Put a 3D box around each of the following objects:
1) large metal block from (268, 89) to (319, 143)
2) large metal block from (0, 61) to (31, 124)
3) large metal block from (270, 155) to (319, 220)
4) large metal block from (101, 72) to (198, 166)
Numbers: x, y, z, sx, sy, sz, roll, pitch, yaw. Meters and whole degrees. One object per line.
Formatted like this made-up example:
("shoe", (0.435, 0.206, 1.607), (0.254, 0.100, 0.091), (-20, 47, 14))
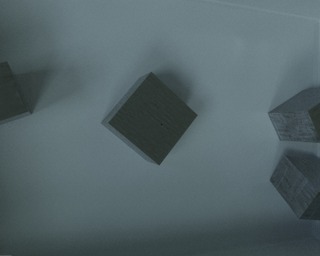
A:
("large metal block", (0.228, -0.021, 0.468), (0.080, 0.080, 0.050), (-31, 100, -18))
("large metal block", (-0.182, -0.025, 0.314), (0.081, 0.080, 0.050), (-22, 98, -19))
("large metal block", (0.227, 0.089, 0.460), (0.081, 0.080, 0.050), (10, 118, -20))
("large metal block", (-0.014, -0.011, 0.393), (0.080, 0.050, 0.080), (42, 77, -16))
